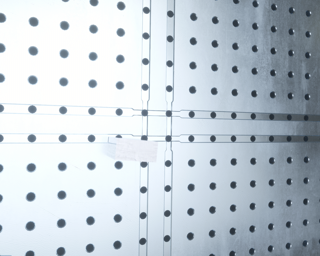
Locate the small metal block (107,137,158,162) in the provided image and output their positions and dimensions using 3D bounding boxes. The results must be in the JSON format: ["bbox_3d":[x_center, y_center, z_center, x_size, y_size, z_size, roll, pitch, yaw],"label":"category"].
[{"bbox_3d":[-0.035,0.026,0.386,0.050,0.050,0.025,6,88,-20],"label":"small metal block"}]
